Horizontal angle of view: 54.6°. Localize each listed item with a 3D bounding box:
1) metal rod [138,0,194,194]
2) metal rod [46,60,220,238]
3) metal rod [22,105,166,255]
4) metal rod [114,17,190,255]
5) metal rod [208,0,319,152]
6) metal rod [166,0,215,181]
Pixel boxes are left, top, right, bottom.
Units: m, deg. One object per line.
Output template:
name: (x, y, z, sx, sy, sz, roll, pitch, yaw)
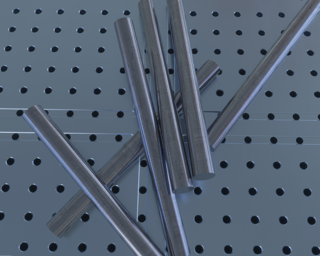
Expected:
metal rod: (0.002, -0.061, 0.412, 0.025, 0.025, 0.299, -9, 62, -3)
metal rod: (-0.025, 0.017, 0.405, 0.025, 0.025, 0.301, 40, 75, 13)
metal rod: (-0.056, 0.092, 0.355, 0.025, 0.025, 0.300, -40, 83, -13)
metal rod: (-0.013, 0.005, 0.383, 0.025, 0.025, 0.299, -13, 81, -5)
metal rod: (0.153, -0.088, 0.444, 0.025, 0.025, 0.300, 36, 74, 12)
metal rod: (0.035, -0.076, 0.415, 0.025, 0.025, 0.299, -5, 61, -2)
